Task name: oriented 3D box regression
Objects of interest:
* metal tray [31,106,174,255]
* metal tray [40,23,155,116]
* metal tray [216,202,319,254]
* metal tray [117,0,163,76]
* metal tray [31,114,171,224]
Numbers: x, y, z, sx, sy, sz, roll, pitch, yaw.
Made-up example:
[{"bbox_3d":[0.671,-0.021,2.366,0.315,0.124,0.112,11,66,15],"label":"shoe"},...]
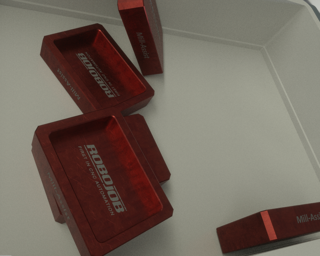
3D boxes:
[{"bbox_3d":[-0.056,0.048,0.304,0.091,0.030,0.130,-19,72,-36],"label":"metal tray"},{"bbox_3d":[-0.080,-0.071,0.403,0.091,0.030,0.130,-31,79,-38],"label":"metal tray"},{"bbox_3d":[0.146,0.118,0.372,0.131,0.090,0.030,1,62,-28],"label":"metal tray"},{"bbox_3d":[-0.022,-0.145,0.419,0.030,0.130,0.090,-6,61,9],"label":"metal tray"},{"bbox_3d":[-0.063,0.039,0.346,0.131,0.030,0.090,-14,69,-34],"label":"metal tray"}]
